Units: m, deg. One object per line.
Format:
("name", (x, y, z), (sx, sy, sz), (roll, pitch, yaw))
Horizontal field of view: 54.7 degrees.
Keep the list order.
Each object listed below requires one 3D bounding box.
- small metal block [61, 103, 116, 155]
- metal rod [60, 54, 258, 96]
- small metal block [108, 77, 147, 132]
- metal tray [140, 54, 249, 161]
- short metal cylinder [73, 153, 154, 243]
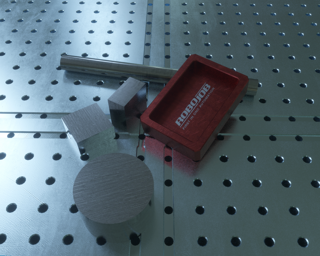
("small metal block", (-0.094, 0.000, 0.407), (0.050, 0.025, 0.050), (-26, 55, -21))
("metal rod", (-0.005, -0.082, 0.476), (0.302, 0.025, 0.025), (9, 51, 6))
("small metal block", (-0.042, -0.032, 0.418), (0.025, 0.050, 0.050), (24, 54, 18))
("metal tray", (0.047, -0.032, 0.412), (0.090, 0.030, 0.130), (29, 68, 21))
("short metal cylinder", (-0.046, 0.073, 0.329), (0.081, 0.050, 0.080), (0, 50, 0))
